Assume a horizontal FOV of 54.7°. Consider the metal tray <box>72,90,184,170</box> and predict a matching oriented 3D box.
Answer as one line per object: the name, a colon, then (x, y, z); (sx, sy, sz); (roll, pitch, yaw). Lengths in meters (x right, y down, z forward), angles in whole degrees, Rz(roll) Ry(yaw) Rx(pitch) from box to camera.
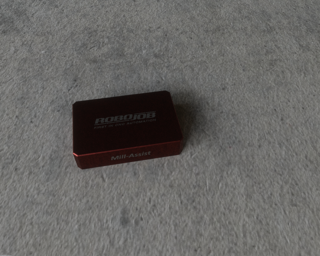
metal tray: (-0.043, -0.001, 0.400); (0.131, 0.030, 0.090); (-8, 51, -7)
